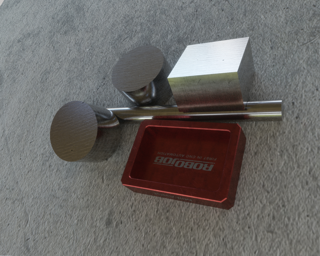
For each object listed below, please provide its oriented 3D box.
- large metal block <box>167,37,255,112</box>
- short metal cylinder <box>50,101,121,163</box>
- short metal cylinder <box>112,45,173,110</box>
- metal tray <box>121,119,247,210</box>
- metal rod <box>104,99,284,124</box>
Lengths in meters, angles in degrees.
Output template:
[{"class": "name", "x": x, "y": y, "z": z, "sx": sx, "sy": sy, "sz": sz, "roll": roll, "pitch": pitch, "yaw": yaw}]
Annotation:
[{"class": "large metal block", "x": 0.066, "y": -0.065, "z": 0.379, "sx": 0.080, "sy": 0.050, "sz": 0.080, "roll": -1, "pitch": 40, "yaw": 28}, {"class": "short metal cylinder", "x": -0.101, "y": 0.007, "z": 0.423, "sx": 0.080, "sy": 0.050, "sz": 0.080, "roll": -4, "pitch": 80, "yaw": 27}, {"class": "short metal cylinder", "x": -0.021, "y": -0.071, "z": 0.444, "sx": 0.080, "sy": 0.050, "sz": 0.080, "roll": -13, "pitch": 56, "yaw": 20}, {"class": "metal tray", "x": 0.027, "y": 0.038, "z": 0.364, "sx": 0.130, "sy": 0.030, "sz": 0.090, "roll": 4, "pitch": 63, "yaw": 29}, {"class": "metal rod", "x": 0.004, "y": -0.019, "z": 0.416, "sx": 0.300, "sy": 0.025, "sz": 0.025, "roll": -1, "pitch": 62, "yaw": 27}]
